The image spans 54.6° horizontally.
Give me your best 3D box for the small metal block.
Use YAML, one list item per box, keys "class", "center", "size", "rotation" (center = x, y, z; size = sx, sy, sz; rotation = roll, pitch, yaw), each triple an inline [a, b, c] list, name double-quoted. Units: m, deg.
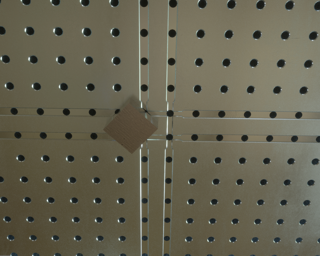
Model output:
- class: "small metal block"
  center: [-0.038, -0.003, 0.412]
  size: [0.050, 0.025, 0.050]
  rotation: [42, 105, -14]
